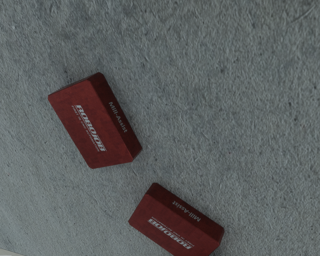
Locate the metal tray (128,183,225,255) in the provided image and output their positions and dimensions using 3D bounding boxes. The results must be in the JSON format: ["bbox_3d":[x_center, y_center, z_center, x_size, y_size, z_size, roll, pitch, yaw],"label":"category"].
[{"bbox_3d":[0.023,0.154,0.487,0.130,0.030,0.089,33,129,6],"label":"metal tray"}]

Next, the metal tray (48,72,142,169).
[{"bbox_3d":[-0.094,-0.006,0.449,0.090,0.030,0.129,-14,111,34],"label":"metal tray"}]
